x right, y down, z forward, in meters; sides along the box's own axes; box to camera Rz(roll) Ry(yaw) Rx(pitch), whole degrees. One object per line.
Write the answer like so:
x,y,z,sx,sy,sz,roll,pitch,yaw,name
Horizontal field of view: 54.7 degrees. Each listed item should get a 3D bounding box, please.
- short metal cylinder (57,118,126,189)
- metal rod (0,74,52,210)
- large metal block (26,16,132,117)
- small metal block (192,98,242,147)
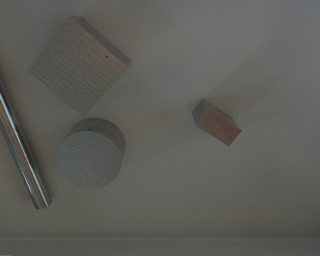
-0.088,0.032,0.409,0.081,0.050,0.079,0,110,-1,short metal cylinder
-0.203,-0.025,0.399,0.025,0.025,0.298,-12,110,4,metal rod
-0.093,-0.074,0.369,0.080,0.050,0.080,41,105,-14,large metal block
0.071,-0.008,0.396,0.050,0.050,0.025,31,107,-11,small metal block
